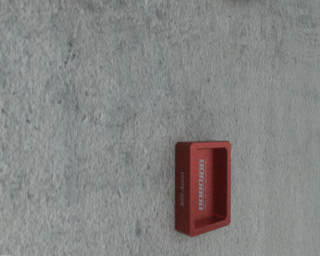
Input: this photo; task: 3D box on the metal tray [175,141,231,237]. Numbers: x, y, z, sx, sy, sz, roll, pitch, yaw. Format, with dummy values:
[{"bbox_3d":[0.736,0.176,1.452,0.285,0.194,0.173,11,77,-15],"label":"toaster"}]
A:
[{"bbox_3d":[0.065,0.084,0.458,0.091,0.030,0.129,0,90,-40],"label":"metal tray"}]
